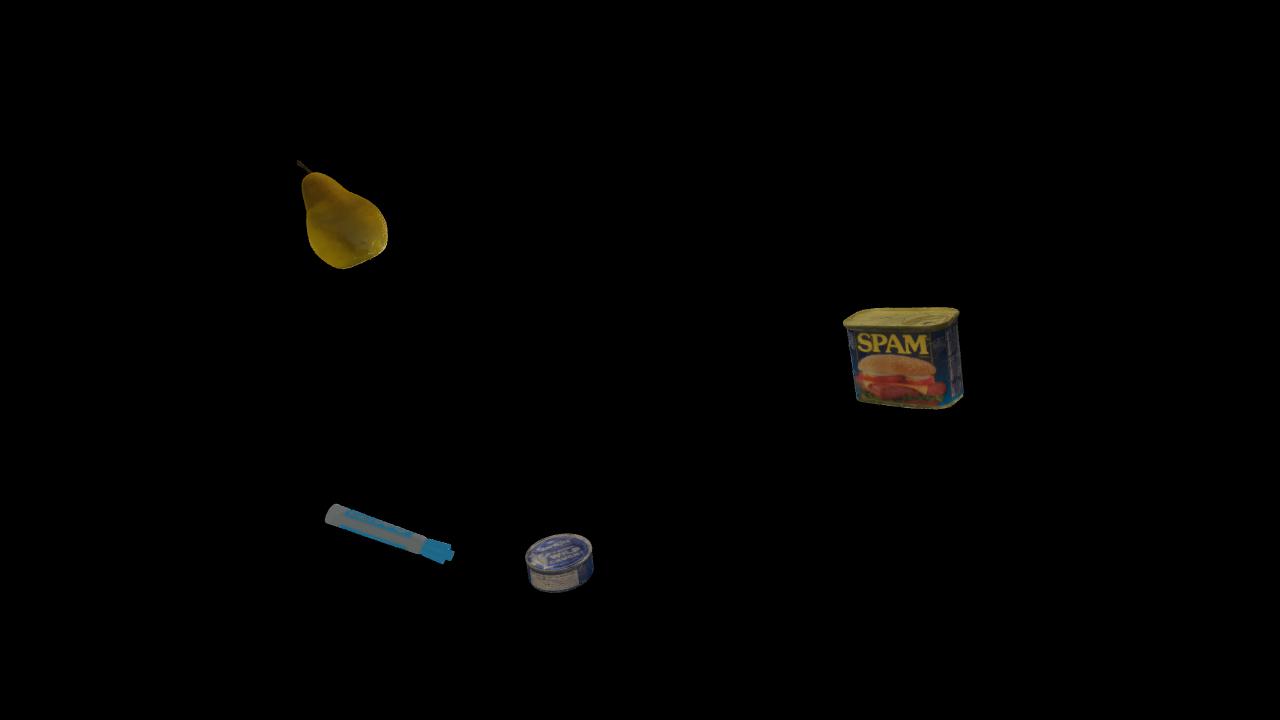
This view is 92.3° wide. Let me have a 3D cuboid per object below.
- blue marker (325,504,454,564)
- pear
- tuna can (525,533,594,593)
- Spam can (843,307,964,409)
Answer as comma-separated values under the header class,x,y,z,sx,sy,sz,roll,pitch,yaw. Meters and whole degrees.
class,x,y,z,sx,sy,sz,roll,pitch,yaw
blue marker,-0.232,0.163,0.573,0.121,0.020,0.020,20,0,-1
pear,-0.297,-0.147,0.600,0.080,0.111,0.080,-22,18,7
tuna can,-0.100,0.255,0.774,0.084,0.034,0.084,-5,15,1
Spam can,0.256,-0.003,0.598,0.058,0.085,0.101,-26,20,-37
